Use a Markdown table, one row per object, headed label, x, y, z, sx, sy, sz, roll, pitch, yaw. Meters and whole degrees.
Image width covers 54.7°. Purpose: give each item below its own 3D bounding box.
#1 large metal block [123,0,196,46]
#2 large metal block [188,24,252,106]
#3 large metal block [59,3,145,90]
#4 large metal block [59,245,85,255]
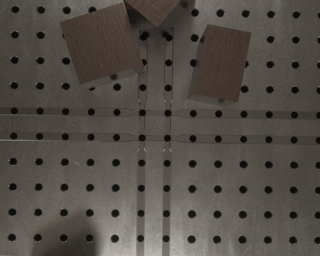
| label | x | y | z | sx | sy | sz | roll | pitch | yaw |
| --- | --- | --- | --- | --- | --- | --- | --- | --- | --- |
| large metal block | 0.003 | -0.159 | 0.386 | 0.050 | 0.080 | 0.080 | 40 | 90 | -1 |
| large metal block | 0.070 | -0.073 | 0.387 | 0.050 | 0.080 | 0.080 | 11 | 90 | 0 |
| large metal block | -0.071 | -0.103 | 0.400 | 0.080 | 0.050 | 0.080 | -18 | 90 | -1 |
| large metal block | -0.135 | 0.201 | 0.384 | 0.080 | 0.080 | 0.050 | -26 | 90 | 0 |
